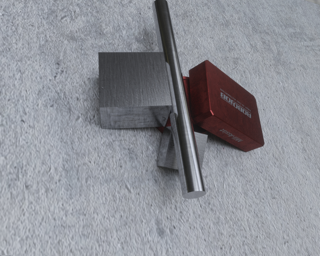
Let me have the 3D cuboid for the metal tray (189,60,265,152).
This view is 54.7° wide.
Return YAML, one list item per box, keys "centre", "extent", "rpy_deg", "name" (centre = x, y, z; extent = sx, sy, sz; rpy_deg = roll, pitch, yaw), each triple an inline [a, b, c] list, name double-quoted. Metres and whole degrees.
- centre: [0.097, -0.028, 0.442]
  extent: [0.131, 0.030, 0.090]
  rpy_deg: [26, 51, -38]
  name: "metal tray"

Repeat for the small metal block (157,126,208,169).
- centre: [0.028, 0.028, 0.390]
  extent: [0.050, 0.025, 0.050]
  rpy_deg: [14, 81, -20]
  name: "small metal block"

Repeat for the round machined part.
- centre: [0.034, -0.033, 0.432]
  extent: [0.099, 0.042, 0.098]
  rpy_deg: [14, 56, -21]
  name: "round machined part"

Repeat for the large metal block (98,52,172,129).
- centre: [-0.034, -0.047, 0.386]
  extent: [0.081, 0.050, 0.080]
  rpy_deg: [-2, 61, -9]
  name: "large metal block"

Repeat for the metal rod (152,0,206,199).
- centre: [0.018, -0.058, 0.397]
  extent: [0.025, 0.025, 0.299]
  rpy_deg: [8, 56, -24]
  name: "metal rod"
